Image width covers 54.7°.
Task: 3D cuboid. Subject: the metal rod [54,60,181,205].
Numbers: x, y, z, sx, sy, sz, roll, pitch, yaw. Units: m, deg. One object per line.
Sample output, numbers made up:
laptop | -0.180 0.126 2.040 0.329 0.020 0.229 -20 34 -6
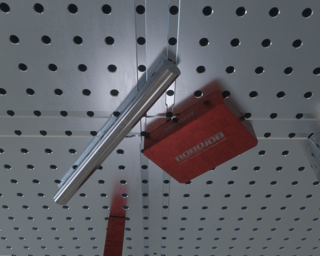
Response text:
metal rod | -0.074 0.023 0.430 0.025 0.025 0.299 29 124 -23

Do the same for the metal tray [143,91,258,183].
metal tray | 0.053 0.018 0.425 0.130 0.030 0.090 -33 123 24

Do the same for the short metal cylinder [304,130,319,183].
short metal cylinder | 0.252 0.040 0.432 0.081 0.050 0.079 0 130 0

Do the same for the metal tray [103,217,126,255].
metal tray | -0.086 0.236 0.569 0.030 0.090 0.129 6 130 -5
